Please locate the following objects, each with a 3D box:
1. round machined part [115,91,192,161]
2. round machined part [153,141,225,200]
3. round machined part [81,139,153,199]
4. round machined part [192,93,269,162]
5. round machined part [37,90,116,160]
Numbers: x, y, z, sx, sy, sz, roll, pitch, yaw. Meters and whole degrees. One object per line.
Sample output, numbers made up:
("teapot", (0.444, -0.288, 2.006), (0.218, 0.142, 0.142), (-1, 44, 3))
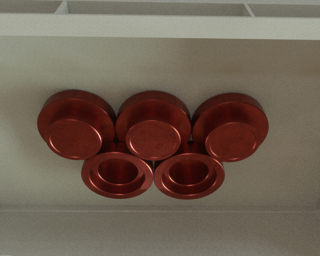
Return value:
("round machined part", (-0.009, 0.004, 0.398), (0.099, 0.042, 0.097), (0, 129, 0))
("round machined part", (0.040, 0.056, 0.444), (0.099, 0.042, 0.097), (0, 130, 0))
("round machined part", (-0.058, 0.055, 0.441), (0.099, 0.042, 0.097), (0, 130, 0))
("round machined part", (0.091, 0.007, 0.401), (0.099, 0.042, 0.097), (0, 129, 0))
("round machined part", (-0.107, 0.003, 0.396), (0.099, 0.042, 0.097), (-1, 129, -1))
